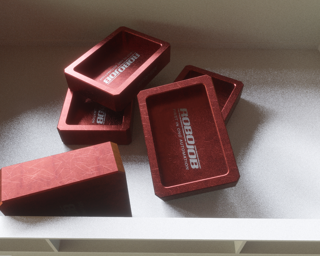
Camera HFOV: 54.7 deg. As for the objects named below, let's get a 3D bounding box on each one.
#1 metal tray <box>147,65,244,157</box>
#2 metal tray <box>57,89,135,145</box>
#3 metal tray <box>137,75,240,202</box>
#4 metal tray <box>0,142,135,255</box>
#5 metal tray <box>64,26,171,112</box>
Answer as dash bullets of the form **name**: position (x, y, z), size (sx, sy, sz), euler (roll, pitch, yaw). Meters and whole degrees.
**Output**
- **metal tray**: position (0.050, -0.027, 0.425), size (0.090, 0.030, 0.130), euler (22, 53, 17)
- **metal tray**: position (-0.082, -0.037, 0.431), size (0.091, 0.030, 0.130), euler (0, 50, 0)
- **metal tray**: position (0.030, 0.010, 0.356), size (0.090, 0.030, 0.130), euler (-13, 68, 5)
- **metal tray**: position (-0.073, 0.071, 0.276), size (0.091, 0.129, 0.030), euler (-14, 52, -12)
- **metal tray**: position (-0.055, -0.088, 0.435), size (0.090, 0.030, 0.130), euler (26, 54, 20)
